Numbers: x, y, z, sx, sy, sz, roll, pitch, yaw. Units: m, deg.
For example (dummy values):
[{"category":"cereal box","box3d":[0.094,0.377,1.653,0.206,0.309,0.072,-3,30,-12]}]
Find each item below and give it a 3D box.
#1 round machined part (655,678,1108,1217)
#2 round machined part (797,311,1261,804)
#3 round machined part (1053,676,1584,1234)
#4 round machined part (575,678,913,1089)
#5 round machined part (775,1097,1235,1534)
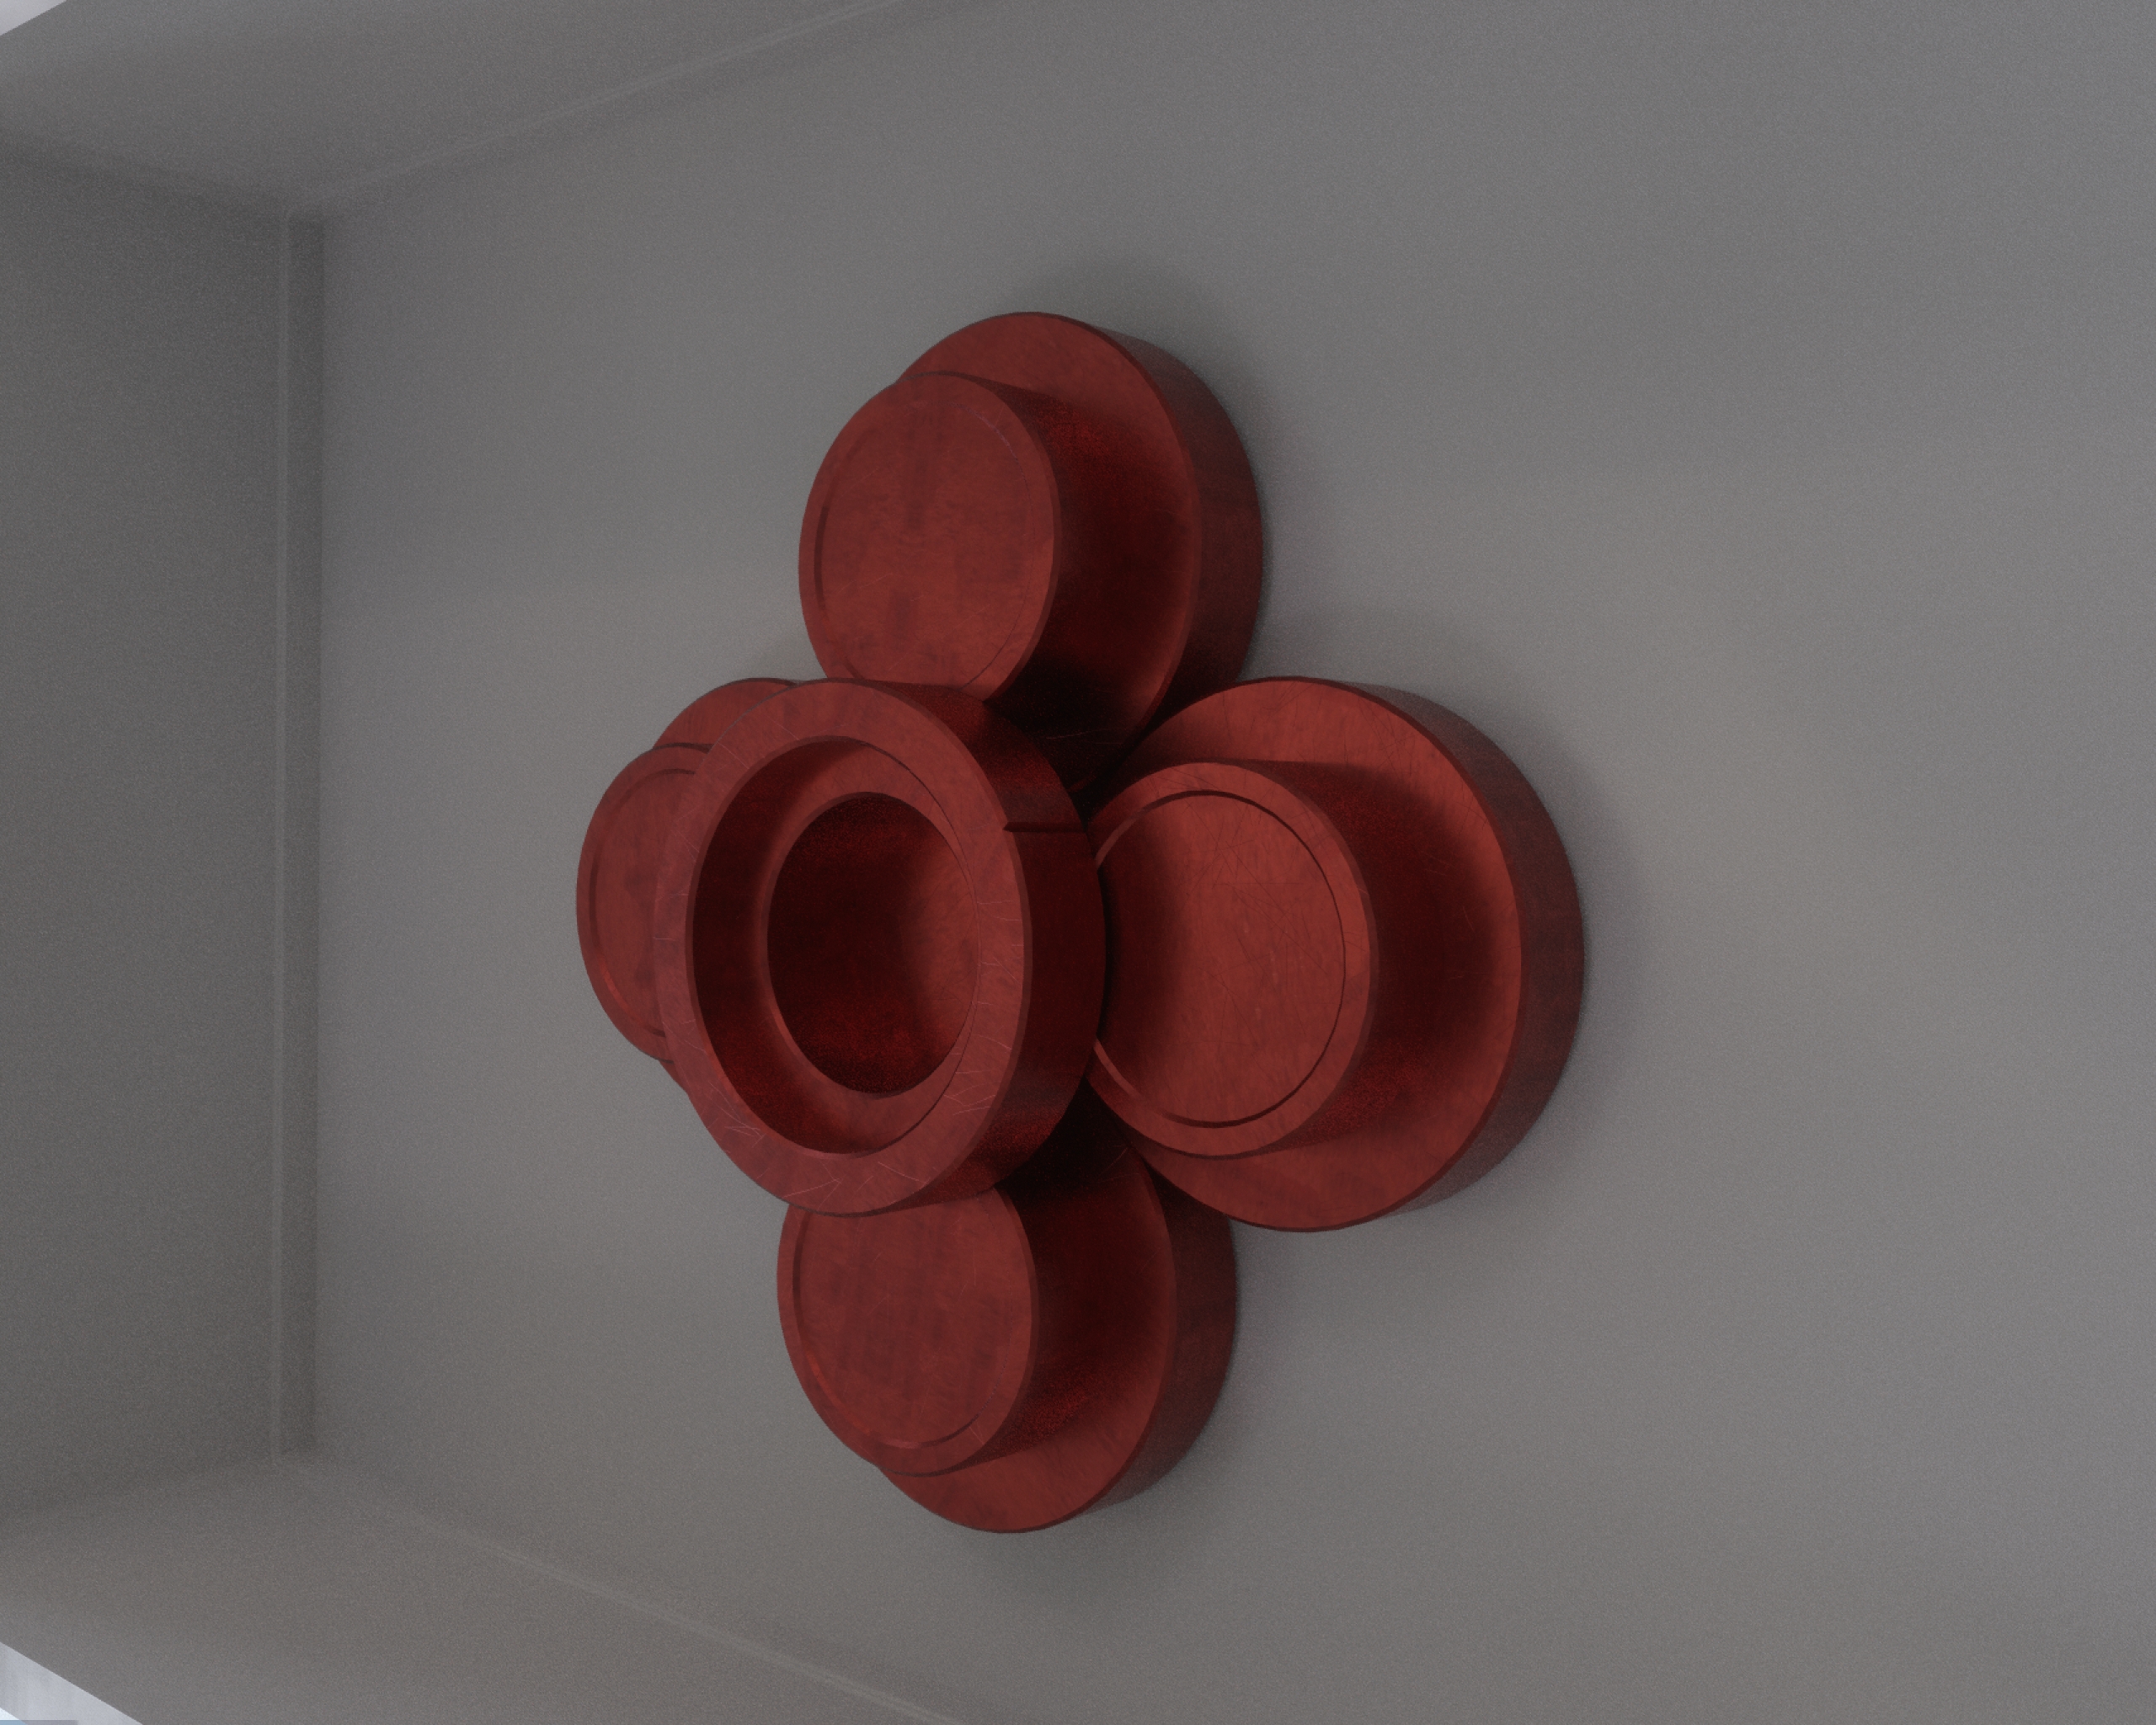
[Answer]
[{"category":"round machined part","box3d":[-0.032,0.015,0.392,0.098,0.042,0.097,0,90,40]},{"category":"round machined part","box3d":[-0.016,-0.058,0.405,0.098,0.042,0.097,0,90,40]},{"category":"round machined part","box3d":[0.034,0.016,0.365,0.098,0.042,0.097,0,90,40]},{"category":"round machined part","box3d":[-0.071,0.009,0.452,0.098,0.042,0.097,0,90,40]},{"category":"round machined part","box3d":[-0.021,0.082,0.411,0.098,0.042,0.097,-2,87,39]}]
